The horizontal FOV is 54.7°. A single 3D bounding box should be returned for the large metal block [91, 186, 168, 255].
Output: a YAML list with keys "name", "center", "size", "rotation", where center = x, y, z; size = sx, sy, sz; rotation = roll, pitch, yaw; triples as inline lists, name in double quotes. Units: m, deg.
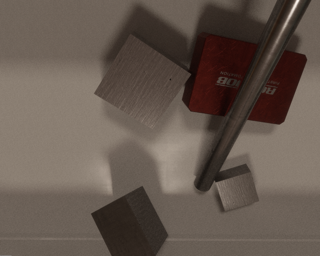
- name: "large metal block"
  center: [-0.037, 0.131, 0.415]
  size: [0.050, 0.080, 0.080]
  rotation: [-30, 82, 10]

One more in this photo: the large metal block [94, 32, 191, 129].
- name: "large metal block"
  center: [-0.020, -0.059, 0.376]
  size: [0.080, 0.050, 0.080]
  rotation: [32, 107, -11]

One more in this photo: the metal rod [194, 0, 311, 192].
- name: "metal rod"
  center: [0.089, -0.023, 0.341]
  size: [0.025, 0.025, 0.298]
  rotation: [11, 134, -5]

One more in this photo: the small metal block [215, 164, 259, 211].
- name: "small metal block"
  center: [0.109, 0.085, 0.444]
  size: [0.050, 0.025, 0.050]
  rotation: [-18, 109, 6]

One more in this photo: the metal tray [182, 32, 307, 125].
- name: "metal tray"
  center: [0.101, -0.058, 0.377]
  size: [0.131, 0.030, 0.089]
  rotation: [8, 110, -14]
